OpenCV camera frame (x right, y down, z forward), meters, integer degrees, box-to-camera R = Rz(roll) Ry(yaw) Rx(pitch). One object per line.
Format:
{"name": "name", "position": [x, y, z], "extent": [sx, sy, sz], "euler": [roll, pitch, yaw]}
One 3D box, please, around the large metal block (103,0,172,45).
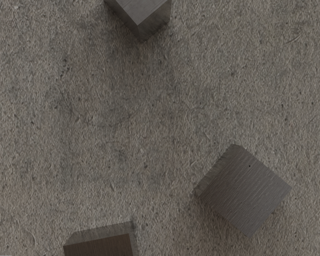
{"name": "large metal block", "position": [-0.032, -0.160, 0.382], "extent": [0.050, 0.080, 0.080], "euler": [-41, 90, 0]}

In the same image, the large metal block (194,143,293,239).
{"name": "large metal block", "position": [0.103, 0.077, 0.398], "extent": [0.080, 0.050, 0.080], "euler": [40, 90, 0]}

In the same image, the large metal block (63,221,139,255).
{"name": "large metal block", "position": [-0.069, 0.173, 0.397], "extent": [0.080, 0.050, 0.080], "euler": [-11, 90, 0]}
